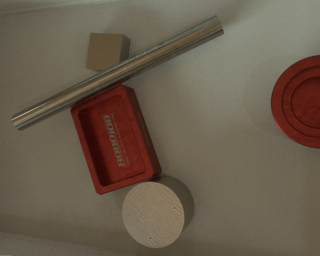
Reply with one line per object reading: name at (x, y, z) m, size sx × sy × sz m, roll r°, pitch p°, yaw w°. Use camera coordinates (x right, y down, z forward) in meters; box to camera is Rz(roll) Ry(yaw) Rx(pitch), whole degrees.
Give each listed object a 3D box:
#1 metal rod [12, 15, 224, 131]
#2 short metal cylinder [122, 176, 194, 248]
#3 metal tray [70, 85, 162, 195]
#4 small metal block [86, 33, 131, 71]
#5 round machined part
metal rod at (-0.062, -0.067, 0.406) m, size 0.301 × 0.025 × 0.025 m, roll -24°, pitch 82°, yaw 10°
short metal cylinder at (-0.001, 0.105, 0.397) m, size 0.080 × 0.050 × 0.079 m, roll 0°, pitch 90°, yaw 19°
metal tray at (-0.062, 0.017, 0.428) m, size 0.090 × 0.030 × 0.129 m, roll -21°, pitch 83°, yaw 18°
small metal block at (-0.072, -0.104, 0.435) m, size 0.050 × 0.025 × 0.050 m, roll 9°, pitch 93°, yaw 19°
round machined part at (0.174, -0.027, 0.340) m, size 0.098 × 0.042 × 0.097 m, roll 0°, pitch 90°, yaw 19°
